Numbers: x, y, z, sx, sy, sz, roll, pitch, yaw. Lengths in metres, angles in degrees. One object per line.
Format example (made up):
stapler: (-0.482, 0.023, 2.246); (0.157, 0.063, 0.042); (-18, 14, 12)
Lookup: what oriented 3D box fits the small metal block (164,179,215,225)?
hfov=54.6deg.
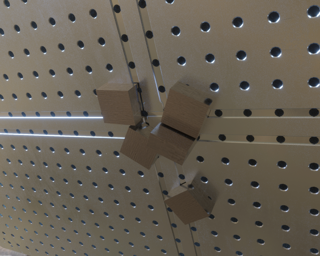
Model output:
small metal block: (0.043, 0.110, 0.457); (0.050, 0.025, 0.050); (50, 129, -7)

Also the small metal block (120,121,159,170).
small metal block: (-0.024, 0.023, 0.439); (0.050, 0.025, 0.050); (31, 128, 8)

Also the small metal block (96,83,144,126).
small metal block: (-0.054, -0.033, 0.420); (0.050, 0.025, 0.050); (5, 121, 26)

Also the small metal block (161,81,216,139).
small metal block: (0.034, -0.022, 0.380); (0.050, 0.025, 0.050); (25, 127, 12)

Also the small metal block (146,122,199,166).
small metal block: (0.018, 0.014, 0.395); (0.050, 0.050, 0.025); (26, 128, 12)
